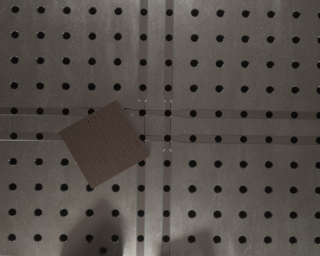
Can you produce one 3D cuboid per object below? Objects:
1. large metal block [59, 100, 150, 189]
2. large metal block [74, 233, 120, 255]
[{"bbox_3d":[-0.068,0.020,0.400,0.080,0.050,0.080,-30,90,0],"label":"large metal block"},{"bbox_3d":[-0.097,0.190,0.385,0.050,0.080,0.080,44,90,-1],"label":"large metal block"}]
